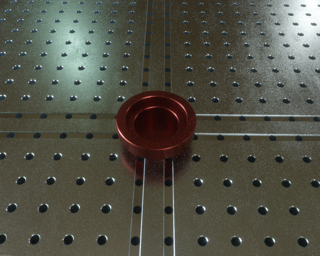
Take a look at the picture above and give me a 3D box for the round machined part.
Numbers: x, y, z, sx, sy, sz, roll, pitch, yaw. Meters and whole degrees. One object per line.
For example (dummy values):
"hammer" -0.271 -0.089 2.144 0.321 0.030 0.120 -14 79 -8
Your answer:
"round machined part" -0.004 0.001 0.396 0.099 0.042 0.098 0 50 0
